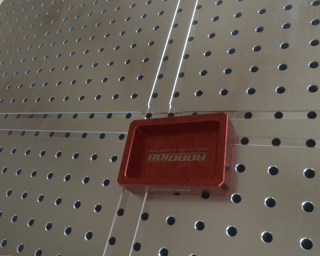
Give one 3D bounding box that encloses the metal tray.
[{"bbox_3d":[0.019,0.031,0.374,0.130,0.030,0.090,-4,60,25],"label":"metal tray"}]
